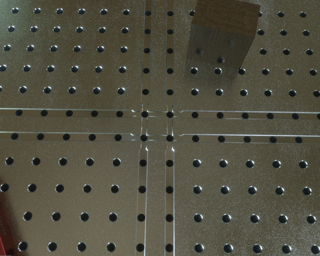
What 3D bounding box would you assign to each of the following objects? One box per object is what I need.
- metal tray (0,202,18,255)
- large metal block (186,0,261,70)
[{"bbox_3d":[-0.232,0.124,0.362,0.090,0.030,0.130,-25,72,-9],"label":"metal tray"},{"bbox_3d":[0.085,-0.131,0.431,0.080,0.080,0.050,13,71,4],"label":"large metal block"}]
